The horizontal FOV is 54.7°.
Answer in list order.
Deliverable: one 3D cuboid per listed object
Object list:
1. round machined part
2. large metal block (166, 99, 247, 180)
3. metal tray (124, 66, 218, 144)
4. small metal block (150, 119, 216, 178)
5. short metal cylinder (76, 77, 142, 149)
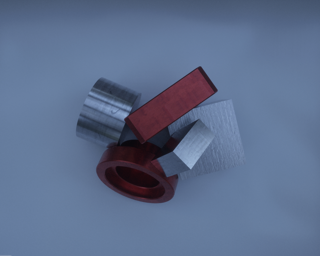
[{"bbox_3d":[-0.024,0.051,0.383,0.098,0.097,0.042,20,55,-1],"label":"round machined part"},{"bbox_3d":[0.054,0.012,0.391,0.080,0.050,0.080,-14,95,-1],"label":"large metal block"},{"bbox_3d":[0.010,-0.023,0.357,0.090,0.130,0.030,-35,91,0],"label":"metal tray"},{"bbox_3d":[0.024,0.022,0.329,0.025,0.050,0.050,46,58,-7],"label":"small metal block"},{"bbox_3d":[-0.062,-0.016,0.381,0.050,0.080,0.080,23,90,-1],"label":"short metal cylinder"}]
